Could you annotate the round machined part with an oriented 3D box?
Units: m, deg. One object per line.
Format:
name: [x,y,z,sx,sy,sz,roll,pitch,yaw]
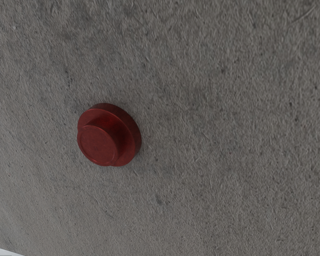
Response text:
round machined part: [-0.080,0.016,0.449,0.098,0.042,0.097,13,124,21]
